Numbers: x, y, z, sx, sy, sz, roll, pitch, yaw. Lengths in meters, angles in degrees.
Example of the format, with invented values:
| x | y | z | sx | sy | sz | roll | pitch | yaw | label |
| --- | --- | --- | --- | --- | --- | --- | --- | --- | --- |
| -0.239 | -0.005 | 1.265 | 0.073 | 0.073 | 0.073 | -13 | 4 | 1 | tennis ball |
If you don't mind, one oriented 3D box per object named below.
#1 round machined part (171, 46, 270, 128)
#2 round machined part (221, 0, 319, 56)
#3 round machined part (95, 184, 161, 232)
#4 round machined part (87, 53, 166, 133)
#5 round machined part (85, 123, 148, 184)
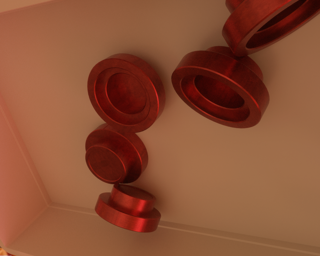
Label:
| x | y | z | sx | sy | sz | roll | pitch | yaw | label |
| --- | --- | --- | --- | --- | --- | --- | --- | --- | --- |
| 0.064 | -0.045 | 0.316 | 0.098 | 0.042 | 0.098 | 29 | 162 | 10 | round machined part |
| 0.093 | -0.104 | 0.252 | 0.098 | 0.099 | 0.042 | -35 | 79 | 38 | round machined part |
| -0.044 | 0.115 | 0.467 | 0.098 | 0.098 | 0.042 | 19 | 90 | 16 | round machined part |
| -0.038 | -0.046 | 0.388 | 0.098 | 0.042 | 0.097 | 13 | 124 | 20 | round machined part |
| -0.071 | 0.044 | 0.461 | 0.098 | 0.042 | 0.097 | 13 | 124 | 20 | round machined part |
